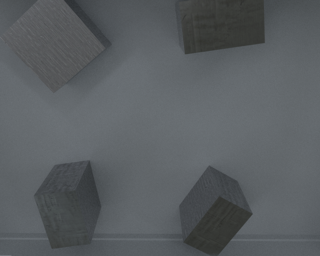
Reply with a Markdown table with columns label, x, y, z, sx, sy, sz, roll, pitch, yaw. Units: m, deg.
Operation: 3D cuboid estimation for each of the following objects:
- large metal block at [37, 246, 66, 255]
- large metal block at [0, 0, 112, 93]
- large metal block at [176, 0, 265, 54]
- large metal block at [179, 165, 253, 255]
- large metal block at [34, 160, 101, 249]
| label | x | y | z | sx | sy | sz | roll | pitch | yaw |
| --- | --- | --- | --- | --- | --- | --- | --- | --- | --- |
| large metal block | -0.165 | 0.240 | 0.470 | 0.080 | 0.080 | 0.050 | 27 | 108 | -10 |
| large metal block | -0.116 | -0.101 | 0.359 | 0.080 | 0.050 | 0.080 | -38 | 106 | 12 |
| large metal block | 0.061 | -0.117 | 0.340 | 0.080 | 0.080 | 0.050 | -8 | 110 | 2 |
| large metal block | 0.072 | 0.112 | 0.424 | 0.050 | 0.080 | 0.080 | 30 | 107 | -11 |
| large metal block | -0.119 | 0.100 | 0.417 | 0.050 | 0.080 | 0.079 | -8 | 110 | 2 |
